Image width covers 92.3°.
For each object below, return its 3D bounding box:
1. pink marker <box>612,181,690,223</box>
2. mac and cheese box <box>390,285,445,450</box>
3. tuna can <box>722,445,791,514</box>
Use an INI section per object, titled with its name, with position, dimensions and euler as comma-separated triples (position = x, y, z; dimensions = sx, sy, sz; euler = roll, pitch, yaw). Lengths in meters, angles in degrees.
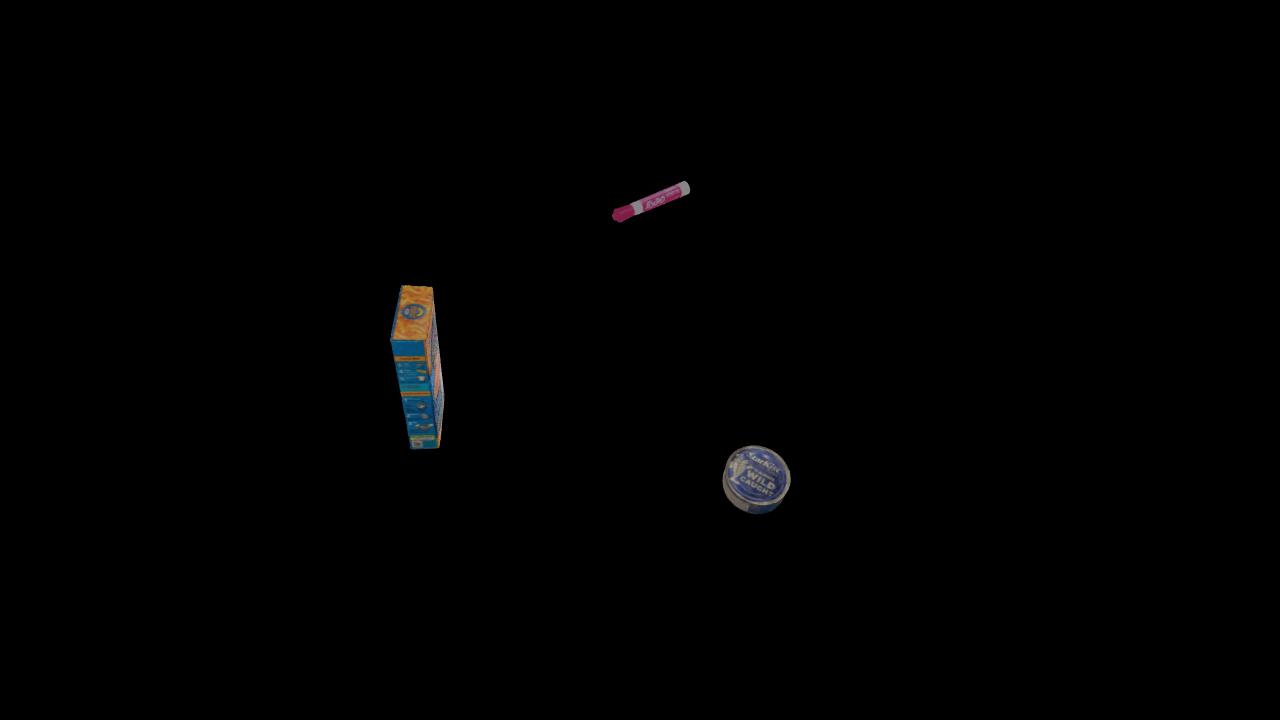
[pink marker]
position = 0.015, -0.212, 0.827
dimensions = 0.121, 0.020, 0.020
euler = -28, 12, -23
[mac and cheese box]
position = -0.258, 0.013, 0.726
dimensions = 0.041, 0.093, 0.184
euler = 1, -45, -11
[tuna can]
position = 0.150, 0.155, 0.795
dimensions = 0.084, 0.084, 0.034
euler = 0, -37, -3
